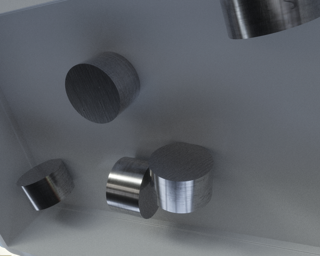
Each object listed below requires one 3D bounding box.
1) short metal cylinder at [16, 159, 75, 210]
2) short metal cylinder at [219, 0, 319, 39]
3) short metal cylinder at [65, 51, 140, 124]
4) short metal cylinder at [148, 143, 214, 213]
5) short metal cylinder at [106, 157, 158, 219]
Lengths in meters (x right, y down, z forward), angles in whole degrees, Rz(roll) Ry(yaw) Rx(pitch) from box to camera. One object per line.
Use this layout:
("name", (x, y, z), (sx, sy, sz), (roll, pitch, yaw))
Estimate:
("short metal cylinder", (-0.197, 0.096, 0.537), (0.080, 0.080, 0.050), (-9, 114, 32))
("short metal cylinder", (0.091, -0.112, 0.256), (0.080, 0.080, 0.050), (-6, 115, 31))
("short metal cylinder", (-0.073, -0.052, 0.399), (0.080, 0.050, 0.079), (13, 124, 21))
("short metal cylinder", (0.027, 0.062, 0.397), (0.080, 0.080, 0.050), (11, 123, 22))
("short metal cylinder", (-0.033, 0.084, 0.442), (0.050, 0.080, 0.079), (6, 121, 25))
